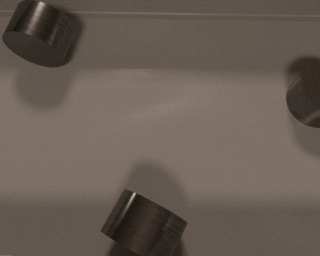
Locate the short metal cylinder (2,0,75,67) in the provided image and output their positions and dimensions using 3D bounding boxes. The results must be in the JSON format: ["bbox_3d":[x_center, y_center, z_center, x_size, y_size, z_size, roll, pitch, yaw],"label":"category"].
[{"bbox_3d":[-0.164,-0.126,0.425,0.080,0.080,0.050,13,71,4],"label":"short metal cylinder"}]

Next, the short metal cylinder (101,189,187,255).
[{"bbox_3d":[-0.017,0.109,0.340,0.080,0.080,0.050,26,72,9],"label":"short metal cylinder"}]

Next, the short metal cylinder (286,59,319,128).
[{"bbox_3d":[0.220,-0.046,0.416,0.081,0.050,0.080,0,70,0],"label":"short metal cylinder"}]
